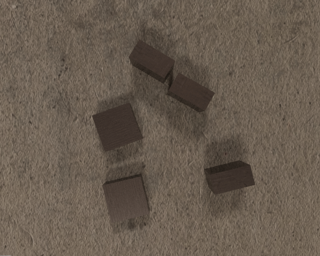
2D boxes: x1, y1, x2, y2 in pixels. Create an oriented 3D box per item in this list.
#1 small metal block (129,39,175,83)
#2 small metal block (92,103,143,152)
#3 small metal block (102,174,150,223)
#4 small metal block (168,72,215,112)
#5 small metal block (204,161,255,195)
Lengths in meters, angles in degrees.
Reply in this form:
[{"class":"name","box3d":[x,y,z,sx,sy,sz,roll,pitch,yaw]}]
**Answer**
[{"class":"small metal block","box3d":[-0.010,-0.083,0.397,0.050,0.050,0.025,31,90,-1]},{"class":"small metal block","box3d":[-0.055,-0.001,0.409,0.050,0.025,0.050,-20,90,-1]},{"class":"small metal block","box3d":[-0.044,0.092,0.410,0.050,0.025,0.050,-13,90,-1]},{"class":"small metal block","box3d":[0.038,-0.044,0.398,0.050,0.050,0.025,29,90,-1]},{"class":"small metal block","box3d":[0.088,0.062,0.399,0.050,0.050,0.025,-14,90,0]}]
